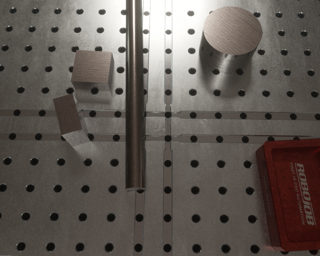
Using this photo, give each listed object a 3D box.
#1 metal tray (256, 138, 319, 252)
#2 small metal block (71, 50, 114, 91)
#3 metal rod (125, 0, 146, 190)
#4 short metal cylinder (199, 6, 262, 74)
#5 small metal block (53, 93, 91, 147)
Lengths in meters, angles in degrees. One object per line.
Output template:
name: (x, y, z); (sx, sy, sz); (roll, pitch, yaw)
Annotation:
metal tray: (0.177, 0.080, 0.382); (0.091, 0.030, 0.130); (-3, 70, -2)
small metal block: (-0.095, -0.081, 0.440); (0.050, 0.025, 0.050); (3, 70, 1)
metal rod: (-0.036, -0.065, 0.434); (0.025, 0.025, 0.299); (-2, 70, -1)
short metal cylinder: (0.099, -0.126, 0.446); (0.081, 0.050, 0.080); (0, 70, 0)
small metal block: (-0.113, -0.009, 0.400); (0.025, 0.050, 0.050); (-17, 71, -6)
